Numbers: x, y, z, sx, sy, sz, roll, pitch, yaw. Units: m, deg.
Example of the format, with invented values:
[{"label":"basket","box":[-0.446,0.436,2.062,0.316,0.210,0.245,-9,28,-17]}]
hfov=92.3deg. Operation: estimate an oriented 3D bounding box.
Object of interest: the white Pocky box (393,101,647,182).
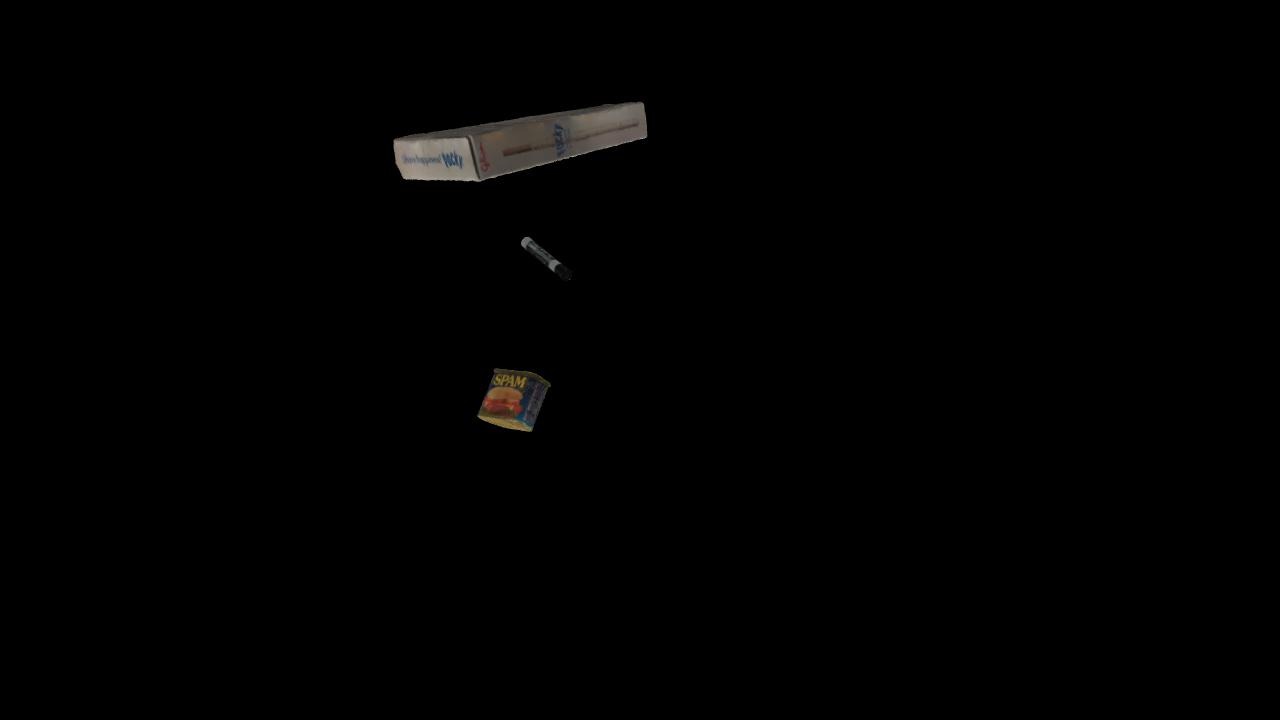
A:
[{"label":"white Pocky box","box":[-0.074,-0.148,0.412,0.084,0.028,0.154,13,32,38]}]

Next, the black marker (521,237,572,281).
[{"label":"black marker","box":[-0.139,-0.150,0.916,0.020,0.020,0.121,0,32,-47]}]

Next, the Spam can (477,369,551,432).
[{"label":"Spam can","box":[-0.206,0.066,1.003,0.101,0.085,0.058,4,-23,33]}]
